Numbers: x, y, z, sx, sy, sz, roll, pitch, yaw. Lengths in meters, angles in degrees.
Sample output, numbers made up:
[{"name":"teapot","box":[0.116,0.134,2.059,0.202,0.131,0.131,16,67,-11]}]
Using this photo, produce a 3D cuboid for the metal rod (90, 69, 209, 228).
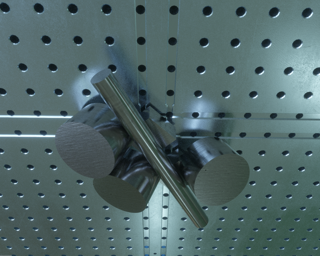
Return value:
[{"name":"metal rod","box":[0.002,0.048,0.414,0.025,0.025,0.299,-20,127,16]}]

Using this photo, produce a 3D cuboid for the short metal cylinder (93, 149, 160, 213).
[{"name":"short metal cylinder","box":[-0.046,0.074,0.435,0.080,0.050,0.079,16,137,16]}]

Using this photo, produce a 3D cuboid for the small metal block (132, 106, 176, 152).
[{"name":"small metal block","box":[-0.014,0.006,0.412,0.050,0.025,0.050,-36,122,26]}]

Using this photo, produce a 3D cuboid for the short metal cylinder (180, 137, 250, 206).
[{"name":"short metal cylinder","box":[0.074,0.059,0.424,0.081,0.050,0.079,-8,116,-17]}]

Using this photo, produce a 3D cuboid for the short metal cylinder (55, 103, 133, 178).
[{"name":"short metal cylinder","box":[-0.081,0.015,0.385,0.080,0.050,0.079,11,123,17]}]

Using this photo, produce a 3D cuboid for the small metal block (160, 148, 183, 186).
[{"name":"small metal block","box":[0.023,0.064,0.462,0.050,0.025,0.050,-33,123,24]}]
